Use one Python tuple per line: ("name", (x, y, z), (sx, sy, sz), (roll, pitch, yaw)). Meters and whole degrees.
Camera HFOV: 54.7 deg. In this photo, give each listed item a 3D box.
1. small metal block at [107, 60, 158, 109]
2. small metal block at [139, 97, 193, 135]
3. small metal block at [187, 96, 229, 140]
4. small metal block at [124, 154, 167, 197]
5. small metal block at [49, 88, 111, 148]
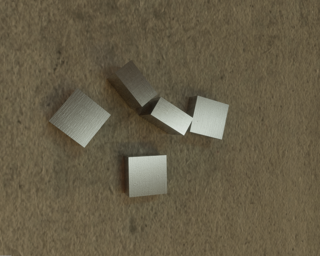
("small metal block", (-0.036, -0.052, 0.383), (0.025, 0.050, 0.050), (-42, 104, -15))
("small metal block", (0.007, -0.014, 0.399), (0.050, 0.050, 0.025), (32, 80, -18))
("small metal block", (0.064, -0.014, 0.434), (0.050, 0.025, 0.050), (14, 85, -20))
("small metal block", (-0.019, 0.060, 0.403), (0.050, 0.025, 0.050), (-1, 91, -21))
("small metal block", (-0.097, -0.012, 0.374), (0.050, 0.025, 0.050), (40, 77, -16))
